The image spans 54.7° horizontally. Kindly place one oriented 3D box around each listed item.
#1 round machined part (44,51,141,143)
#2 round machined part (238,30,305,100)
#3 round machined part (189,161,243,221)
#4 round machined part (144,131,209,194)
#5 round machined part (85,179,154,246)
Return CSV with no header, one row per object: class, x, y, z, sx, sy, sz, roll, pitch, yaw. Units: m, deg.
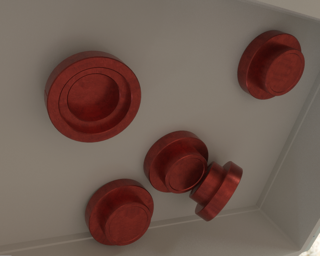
round machined part,-0.074,-0.036,0.336,0.099,0.042,0.097,-14,125,-21
round machined part,0.163,-0.084,0.437,0.099,0.042,0.097,-14,125,-21
round machined part,0.081,0.090,0.478,0.042,0.098,0.098,35,102,4
round machined part,0.029,0.056,0.451,0.099,0.042,0.097,-14,125,-21
round machined part,-0.052,0.125,0.438,0.099,0.042,0.097,-11,114,-26
